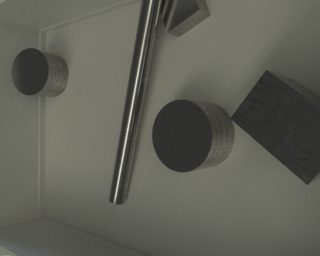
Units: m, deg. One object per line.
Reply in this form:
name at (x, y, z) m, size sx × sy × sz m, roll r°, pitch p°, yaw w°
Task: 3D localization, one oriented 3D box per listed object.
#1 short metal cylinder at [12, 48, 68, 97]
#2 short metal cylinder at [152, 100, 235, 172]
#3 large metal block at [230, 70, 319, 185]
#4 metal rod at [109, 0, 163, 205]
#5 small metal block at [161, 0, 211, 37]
short metal cylinder at (-0.211, -0.096, 0.547) m, size 0.080 × 0.050 × 0.079 m, roll 1°, pitch 92°, yaw 21°
short metal cylinder at (0.038, 0.009, 0.358) m, size 0.080 × 0.050 × 0.079 m, roll 0°, pitch 90°, yaw 39°
large metal block at (0.123, -0.002, 0.269) m, size 0.080 × 0.081 × 0.050 m, roll 47°, pitch 118°, yaw 29°
metal rod at (-0.034, -0.034, 0.415) m, size 0.025 × 0.025 × 0.298 m, roll 24°, pitch 110°, yaw 37°
small metal block at (0.028, -0.149, 0.382) m, size 0.050 × 0.025 × 0.050 m, roll -26°, pitch 74°, yaw 37°
